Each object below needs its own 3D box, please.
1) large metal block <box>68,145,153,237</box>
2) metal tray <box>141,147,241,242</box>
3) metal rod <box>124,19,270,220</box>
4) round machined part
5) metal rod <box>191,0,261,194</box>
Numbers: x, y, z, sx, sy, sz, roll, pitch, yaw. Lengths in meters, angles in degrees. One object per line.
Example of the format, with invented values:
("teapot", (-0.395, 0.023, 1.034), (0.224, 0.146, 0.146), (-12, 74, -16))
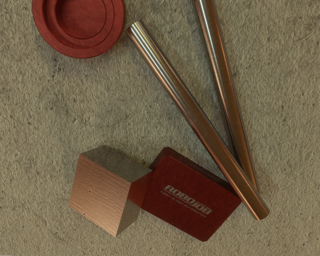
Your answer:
("large metal block", (-0.066, 0.079, 0.407), (0.080, 0.050, 0.079), (25, 111, 22))
("metal tray", (0.037, 0.097, 0.443), (0.130, 0.030, 0.090), (32, 107, -12))
("metal rod", (0.054, -0.002, 0.395), (0.025, 0.025, 0.299), (-33, 102, 11))
("round machined part", (-0.088, -0.131, 0.351), (0.099, 0.042, 0.097), (0, 110, -1))
("metal rod", (0.086, -0.039, 0.396), (0.025, 0.025, 0.298), (-17, 110, 6))
